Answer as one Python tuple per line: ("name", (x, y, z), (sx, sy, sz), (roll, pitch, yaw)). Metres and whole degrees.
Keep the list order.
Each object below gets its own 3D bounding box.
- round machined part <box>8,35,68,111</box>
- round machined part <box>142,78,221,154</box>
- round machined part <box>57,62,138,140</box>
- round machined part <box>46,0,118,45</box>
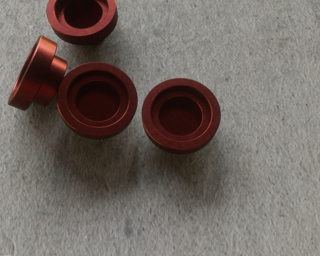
("round machined part", (-0.155, -0.066, 0.402), (0.042, 0.098, 0.098), (26, 68, -29))
("round machined part", (0.026, -0.012, 0.404), (0.099, 0.042, 0.098), (0, 70, -1))
("round machined part", (-0.081, -0.032, 0.403), (0.099, 0.042, 0.098), (3, 74, -12))
("round machined part", (-0.111, -0.163, 0.457), (0.099, 0.042, 0.098), (0, 70, -1))
